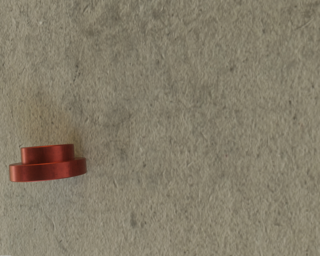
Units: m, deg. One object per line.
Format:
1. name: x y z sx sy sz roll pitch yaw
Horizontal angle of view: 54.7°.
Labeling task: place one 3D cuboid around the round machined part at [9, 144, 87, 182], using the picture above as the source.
1. round machined part: -0.152 0.045 0.422 0.098 0.098 0.042 -5 89 19
